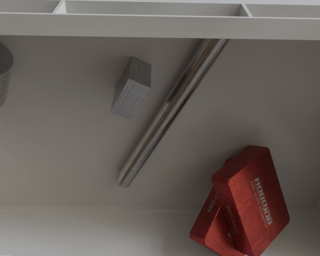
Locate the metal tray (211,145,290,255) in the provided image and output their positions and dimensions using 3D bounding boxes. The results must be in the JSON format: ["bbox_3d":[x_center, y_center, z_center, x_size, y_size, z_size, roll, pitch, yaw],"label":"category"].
[{"bbox_3d":[0.130,0.101,0.430,0.030,0.091,0.129,4,121,55],"label":"metal tray"}]

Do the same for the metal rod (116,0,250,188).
[{"bbox_3d":[0.011,-0.020,0.391,0.025,0.025,0.298,21,127,-17],"label":"metal rod"}]

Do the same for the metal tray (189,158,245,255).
[{"bbox_3d":[0.108,0.122,0.453,0.090,0.130,0.030,41,160,-29],"label":"metal tray"}]

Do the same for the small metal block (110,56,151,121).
[{"bbox_3d":[-0.033,-0.046,0.353,0.025,0.050,0.050,22,127,-18],"label":"small metal block"}]

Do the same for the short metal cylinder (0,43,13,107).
[{"bbox_3d":[-0.200,-0.058,0.321,0.081,0.080,0.050,19,127,-16],"label":"short metal cylinder"}]
